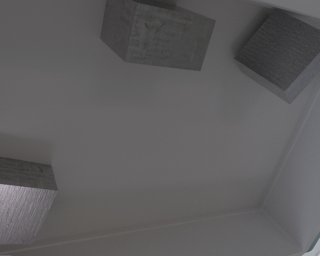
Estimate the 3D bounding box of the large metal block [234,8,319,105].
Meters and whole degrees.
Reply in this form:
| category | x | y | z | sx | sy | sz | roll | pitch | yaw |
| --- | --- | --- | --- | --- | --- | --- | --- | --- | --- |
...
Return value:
| category | x | y | z | sx | sy | sz | roll | pitch | yaw |
| --- | --- | --- | --- | --- | --- | --- | --- | --- | --- |
| large metal block | 0.157 | -0.090 | 0.395 | 0.080 | 0.080 | 0.050 | -50 | 149 | 7 |

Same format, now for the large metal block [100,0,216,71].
| category | x | y | z | sx | sy | sz | roll | pitch | yaw |
| --- | --- | --- | --- | --- | --- | --- | --- | --- | --- |
| large metal block | -0.006 | -0.098 | 0.309 | 0.081 | 0.080 | 0.050 | 1 | 118 | -29 |

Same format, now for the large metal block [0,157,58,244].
| category | x | y | z | sx | sy | sz | roll | pitch | yaw |
| --- | --- | --- | --- | --- | --- | --- | --- | --- | --- |
| large metal block | -0.173 | 0.082 | 0.349 | 0.081 | 0.050 | 0.080 | 17 | 110 | -35 |
